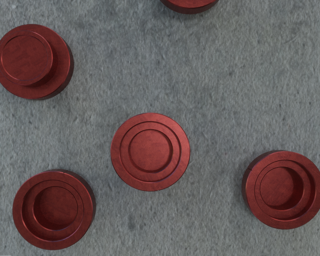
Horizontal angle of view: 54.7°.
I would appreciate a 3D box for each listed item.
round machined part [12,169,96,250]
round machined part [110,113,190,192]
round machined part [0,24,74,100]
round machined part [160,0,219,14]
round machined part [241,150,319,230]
[{"bbox_3d":[-0.132,0.101,0.400,0.099,0.042,0.097,0,90,-1],"label":"round machined part"},{"bbox_3d":[-0.012,0.030,0.401,0.099,0.042,0.097,0,90,-1],"label":"round machined part"},{"bbox_3d":[-0.166,-0.086,0.399,0.099,0.042,0.097,0,90,-1],"label":"round machined part"},{"bbox_3d":[0.038,-0.196,0.402,0.099,0.042,0.097,0,90,-1],"label":"round machined part"},{"bbox_3d":[0.155,0.077,0.404,0.099,0.042,0.097,0,90,-1],"label":"round machined part"}]
